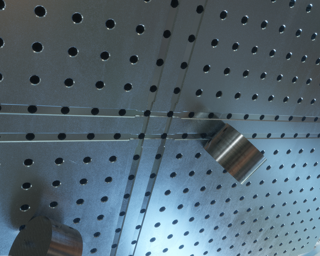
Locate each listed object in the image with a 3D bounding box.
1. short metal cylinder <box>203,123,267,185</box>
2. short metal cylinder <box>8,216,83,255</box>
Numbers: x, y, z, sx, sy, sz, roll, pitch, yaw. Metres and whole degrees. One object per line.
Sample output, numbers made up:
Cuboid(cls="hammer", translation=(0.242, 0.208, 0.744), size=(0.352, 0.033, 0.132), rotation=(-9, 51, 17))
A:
Cuboid(cls="short metal cylinder", translation=(0.110, 0.038, 0.459), size=(0.050, 0.080, 0.080), rotation=(-47, 129, 4))
Cuboid(cls="short metal cylinder", translation=(-0.146, 0.159, 0.394), size=(0.080, 0.080, 0.050), rotation=(-45, 129, 3))
